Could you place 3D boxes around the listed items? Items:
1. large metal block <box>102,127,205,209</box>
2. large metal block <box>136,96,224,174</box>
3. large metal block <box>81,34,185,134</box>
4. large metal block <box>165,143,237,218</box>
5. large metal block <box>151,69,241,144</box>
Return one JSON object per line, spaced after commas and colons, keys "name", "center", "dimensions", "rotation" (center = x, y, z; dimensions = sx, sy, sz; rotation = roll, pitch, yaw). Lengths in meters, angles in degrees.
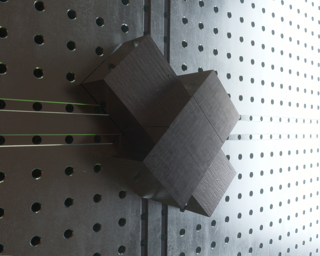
{"name": "large metal block", "center": [-0.008, 0.044, 0.369], "dimensions": [0.050, 0.080, 0.080], "rotation": [-52, 121, -27]}
{"name": "large metal block", "center": [0.019, 0.009, 0.392], "dimensions": [0.050, 0.080, 0.080], "rotation": [-52, 121, -27]}
{"name": "large metal block", "center": [-0.029, -0.050, 0.367], "dimensions": [0.080, 0.050, 0.080], "rotation": [-52, 121, -26]}
{"name": "large metal block", "center": [0.054, 0.065, 0.441], "dimensions": [0.080, 0.050, 0.080], "rotation": [-51, 120, -27]}
{"name": "large metal block", "center": [0.047, -0.026, 0.416], "dimensions": [0.050, 0.080, 0.080], "rotation": [-52, 121, -27]}
